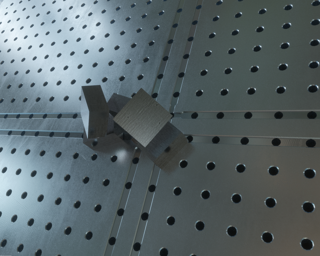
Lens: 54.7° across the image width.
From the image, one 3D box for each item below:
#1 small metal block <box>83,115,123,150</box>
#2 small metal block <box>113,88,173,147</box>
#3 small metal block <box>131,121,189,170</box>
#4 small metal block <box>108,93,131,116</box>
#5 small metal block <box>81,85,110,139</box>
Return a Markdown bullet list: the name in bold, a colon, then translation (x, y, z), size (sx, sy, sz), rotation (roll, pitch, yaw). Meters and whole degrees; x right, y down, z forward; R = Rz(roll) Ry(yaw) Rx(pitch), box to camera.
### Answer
- **small metal block**: translation (-0.082, -0.001, 0.451), size (0.050, 0.025, 0.050), rotation (-18, 55, 17)
- **small metal block**: translation (-0.022, -0.012, 0.376), size (0.050, 0.025, 0.050), rotation (42, 83, -6)
- **small metal block**: translation (0.000, 0.016, 0.398), size (0.050, 0.025, 0.050), rotation (-46, 51, -4)
- **small metal block**: translation (-0.039, -0.019, 0.423), size (0.050, 0.050, 0.025), rotation (20, 73, 35)
- **small metal block**: translation (-0.088, -0.022, 0.414), size (0.025, 0.050, 0.050), rotation (-7, 49, -22)
